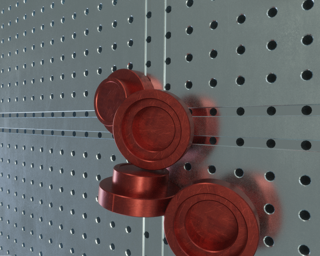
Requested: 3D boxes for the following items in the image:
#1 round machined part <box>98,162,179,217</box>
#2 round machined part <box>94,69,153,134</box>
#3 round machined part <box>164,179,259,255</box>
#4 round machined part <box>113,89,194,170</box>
[{"bbox_3d":[-0.025,0.070,0.380,0.098,0.099,0.042,11,97,39],"label":"round machined part"},{"bbox_3d":[-0.057,-0.036,0.443,0.098,0.042,0.097,0,90,39],"label":"round machined part"},{"bbox_3d":[0.057,0.103,0.337,0.098,0.042,0.097,2,95,19],"label":"round machined part"},{"bbox_3d":[-0.005,0.001,0.387,0.098,0.042,0.097,2,97,18],"label":"round machined part"}]
